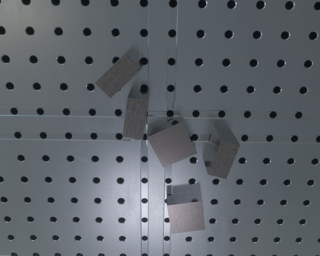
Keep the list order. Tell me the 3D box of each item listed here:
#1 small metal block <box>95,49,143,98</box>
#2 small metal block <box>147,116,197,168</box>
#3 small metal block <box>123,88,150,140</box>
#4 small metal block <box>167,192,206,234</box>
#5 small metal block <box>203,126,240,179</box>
[{"bbox_3d":[-0.048,-0.067,0.375,0.050,0.050,0.025,-41,105,13],"label":"small metal block"},{"bbox_3d":[0.016,0.019,0.420,0.050,0.025,0.050,-25,108,8],"label":"small metal block"},{"bbox_3d":[-0.029,-0.019,0.393,0.025,0.050,0.050,8,110,-3],"label":"small metal block"},{"bbox_3d":[0.038,0.126,0.460,0.050,0.025,0.050,-8,110,3],"label":"small metal block"},{"bbox_3d":[0.080,0.032,0.412,0.025,0.050,0.050,15,109,-6],"label":"small metal block"}]
